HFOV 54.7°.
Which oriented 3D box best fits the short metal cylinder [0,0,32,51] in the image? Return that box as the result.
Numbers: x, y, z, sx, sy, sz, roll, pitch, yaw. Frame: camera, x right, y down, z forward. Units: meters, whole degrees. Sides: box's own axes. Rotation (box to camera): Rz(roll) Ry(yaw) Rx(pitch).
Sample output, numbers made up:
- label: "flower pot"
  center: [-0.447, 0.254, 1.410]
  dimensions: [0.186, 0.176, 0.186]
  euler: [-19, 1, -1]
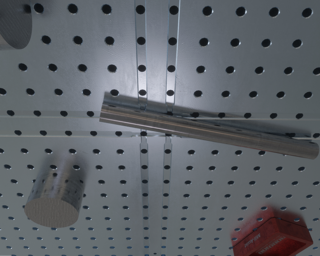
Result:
- label: "short metal cylinder"
  center: [-0.159, -0.110, 0.280]
  dimensions: [0.050, 0.080, 0.080]
  euler: [-4, 130, 3]

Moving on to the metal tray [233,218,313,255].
- label: "metal tray"
  center: [0.218, 0.231, 0.607]
  dimensions: [0.091, 0.030, 0.129]
  euler: [21, 127, -17]

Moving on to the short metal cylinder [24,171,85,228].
- label: "short metal cylinder"
  center: [-0.165, 0.114, 0.491]
  dimensions: [0.081, 0.050, 0.079]
  euler: [0, 130, 0]

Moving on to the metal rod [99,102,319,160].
- label: "metal rod"
  center: [0.072, 0.006, 0.417]
  dimensions: [0.302, 0.025, 0.025]
  euler: [10, 129, -9]
